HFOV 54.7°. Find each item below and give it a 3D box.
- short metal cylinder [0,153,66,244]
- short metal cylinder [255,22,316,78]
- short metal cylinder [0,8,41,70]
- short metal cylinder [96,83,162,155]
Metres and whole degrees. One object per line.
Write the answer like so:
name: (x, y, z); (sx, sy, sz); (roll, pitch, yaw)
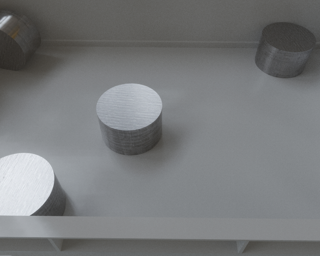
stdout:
short metal cylinder: (-0.146, 0.073, 0.326); (0.080, 0.050, 0.080); (0, 50, 0)
short metal cylinder: (0.198, -0.125, 0.495); (0.080, 0.050, 0.080); (0, 50, 0)
short metal cylinder: (-0.236, -0.137, 0.483); (0.080, 0.080, 0.050); (10, 51, 8)
short metal cylinder: (-0.037, -0.012, 0.398); (0.080, 0.050, 0.080); (0, 50, 0)
